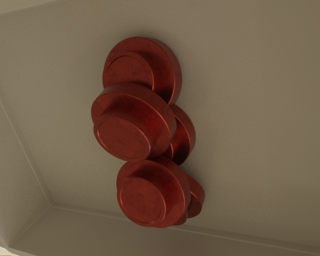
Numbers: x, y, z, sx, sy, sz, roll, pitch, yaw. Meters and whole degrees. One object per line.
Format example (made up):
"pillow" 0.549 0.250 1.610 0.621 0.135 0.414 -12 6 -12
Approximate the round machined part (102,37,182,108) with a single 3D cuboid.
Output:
"round machined part" -0.027 -0.056 0.362 0.098 0.042 0.097 7 106 26

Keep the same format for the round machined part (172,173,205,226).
"round machined part" 0.010 0.101 0.435 0.098 0.042 0.097 15 139 14

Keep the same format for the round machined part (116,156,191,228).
"round machined part" -0.015 0.084 0.389 0.098 0.042 0.097 9 111 25

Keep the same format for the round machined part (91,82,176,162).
"round machined part" -0.035 0.001 0.348 0.098 0.042 0.097 15 137 15

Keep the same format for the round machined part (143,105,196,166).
"round machined part" -0.006 0.014 0.408 0.098 0.042 0.097 13 123 21
